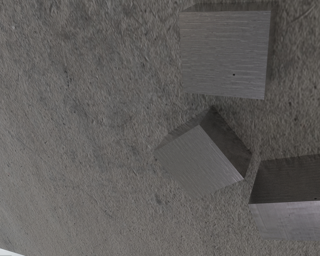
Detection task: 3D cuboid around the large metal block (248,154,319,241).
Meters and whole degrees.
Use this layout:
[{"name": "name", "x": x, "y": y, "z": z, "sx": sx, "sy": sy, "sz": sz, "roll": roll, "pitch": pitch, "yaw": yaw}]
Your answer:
[{"name": "large metal block", "x": 0.151, "y": 0.074, "z": 0.337, "sx": 0.080, "sy": 0.080, "sz": 0.050, "roll": -13, "pitch": 112, "yaw": 33}]

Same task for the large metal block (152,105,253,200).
[{"name": "large metal block", "x": 0.052, "y": 0.032, "z": 0.383, "sx": 0.080, "sy": 0.050, "sz": 0.080, "roll": -34, "pitch": 99, "yaw": 38}]

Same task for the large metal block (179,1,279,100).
[{"name": "large metal block", "x": 0.068, "y": -0.078, "z": 0.306, "sx": 0.080, "sy": 0.050, "sz": 0.079, "roll": 8, "pitch": 122, "yaw": 24}]
